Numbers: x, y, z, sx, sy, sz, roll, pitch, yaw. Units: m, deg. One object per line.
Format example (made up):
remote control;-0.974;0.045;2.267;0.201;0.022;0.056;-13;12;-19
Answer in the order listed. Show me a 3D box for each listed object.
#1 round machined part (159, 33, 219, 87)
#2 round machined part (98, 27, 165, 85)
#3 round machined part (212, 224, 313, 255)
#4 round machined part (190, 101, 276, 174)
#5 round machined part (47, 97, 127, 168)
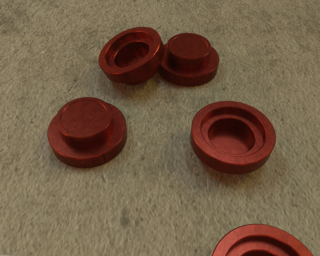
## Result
round machined part;0.044;-0.113;0.488;0.099;0.042;0.098;0;50;0
round machined part;-0.038;-0.103;0.465;0.098;0.042;0.098;-11;52;15
round machined part;0.090;0.141;0.275;0.099;0.042;0.098;0;50;0
round machined part;0.086;0.015;0.380;0.099;0.042;0.098;0;50;0
round machined part;-0.092;-0.001;0.392;0.099;0.042;0.098;0;50;0
